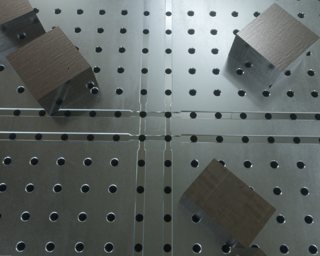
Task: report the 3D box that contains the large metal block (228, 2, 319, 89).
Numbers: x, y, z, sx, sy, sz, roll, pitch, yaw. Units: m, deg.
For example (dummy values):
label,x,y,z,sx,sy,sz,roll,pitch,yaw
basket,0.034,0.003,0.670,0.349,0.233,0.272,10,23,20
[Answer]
label,x,y,z,sx,sy,sz,roll,pitch,yaw
large metal block,0.160,-0.117,0.443,0.080,0.050,0.080,-40,75,-14

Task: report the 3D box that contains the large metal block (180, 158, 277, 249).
label,x,y,z,sx,sy,sz,roll,pitch,yaw
large metal block,0.071,0.088,0.351,0.080,0.080,0.050,40,75,13

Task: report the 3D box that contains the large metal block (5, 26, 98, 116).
label,x,y,z,sx,sy,sz,roll,pitch,yaw
large metal block,-0.146,-0.078,0.425,0.080,0.050,0.080,-36,74,-12

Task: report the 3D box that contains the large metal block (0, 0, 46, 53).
label,x,y,z,sx,sy,sz,roll,pitch,yaw
large metal block,-0.230,-0.168,0.457,0.080,0.050,0.080,-29,73,-11

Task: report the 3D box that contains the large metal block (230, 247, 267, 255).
label,x,y,z,sx,sy,sz,roll,pitch,yaw
large metal block,0.105,0.173,0.321,0.050,0.080,0.080,-41,76,-14
